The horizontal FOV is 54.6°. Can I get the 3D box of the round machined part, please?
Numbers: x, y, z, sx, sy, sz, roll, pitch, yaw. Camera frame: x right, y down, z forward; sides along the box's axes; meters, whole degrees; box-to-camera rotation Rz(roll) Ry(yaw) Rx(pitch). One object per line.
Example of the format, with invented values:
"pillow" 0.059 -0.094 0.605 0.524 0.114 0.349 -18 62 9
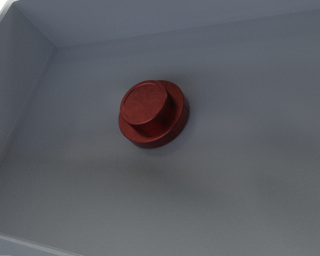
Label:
"round machined part" -0.014 -0.025 0.414 0.098 0.042 0.098 -13 56 21
